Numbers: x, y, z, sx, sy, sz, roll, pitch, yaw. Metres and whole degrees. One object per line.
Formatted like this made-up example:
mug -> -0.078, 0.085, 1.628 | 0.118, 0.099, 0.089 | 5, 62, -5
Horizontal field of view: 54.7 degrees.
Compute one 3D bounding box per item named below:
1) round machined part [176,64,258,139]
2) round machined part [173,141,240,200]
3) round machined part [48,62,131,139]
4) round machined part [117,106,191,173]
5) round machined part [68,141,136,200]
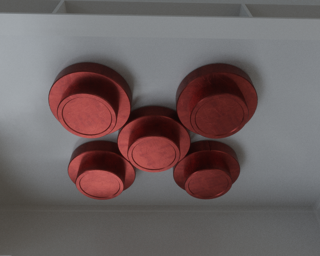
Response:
round machined part -> 0.069, -0.025, 0.376 | 0.099, 0.042, 0.097 | -1, 130, 0
round machined part -> 0.069, 0.068, 0.455 | 0.099, 0.042, 0.097 | -1, 130, 0
round machined part -> -0.084, -0.026, 0.373 | 0.099, 0.042, 0.097 | -1, 130, 0
round machined part -> -0.008, 0.022, 0.414 | 0.099, 0.042, 0.097 | -1, 130, 0
round machined part -> -0.085, 0.068, 0.453 | 0.099, 0.042, 0.097 | -1, 130, 0
